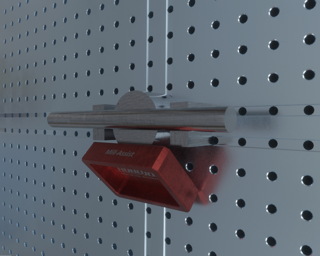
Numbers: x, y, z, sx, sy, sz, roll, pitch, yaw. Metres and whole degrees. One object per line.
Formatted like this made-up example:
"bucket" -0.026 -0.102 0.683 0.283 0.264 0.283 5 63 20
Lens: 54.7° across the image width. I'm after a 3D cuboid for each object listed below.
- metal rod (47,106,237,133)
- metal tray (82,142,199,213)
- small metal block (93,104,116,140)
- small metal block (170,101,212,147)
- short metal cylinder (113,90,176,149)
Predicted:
"metal rod" -0.049 -0.011 0.384 0.300 0.025 0.025 1 91 40
"metal tray" -0.027 0.060 0.392 0.130 0.090 0.030 1 48 40
"small metal block" -0.070 -0.008 0.451 0.025 0.050 0.050 -1 90 40
"small metal block" 0.037 -0.004 0.363 0.025 0.050 0.050 -1 90 40
"short metal cylinder" -0.017 -0.007 0.407 0.080 0.050 0.080 0 90 40
